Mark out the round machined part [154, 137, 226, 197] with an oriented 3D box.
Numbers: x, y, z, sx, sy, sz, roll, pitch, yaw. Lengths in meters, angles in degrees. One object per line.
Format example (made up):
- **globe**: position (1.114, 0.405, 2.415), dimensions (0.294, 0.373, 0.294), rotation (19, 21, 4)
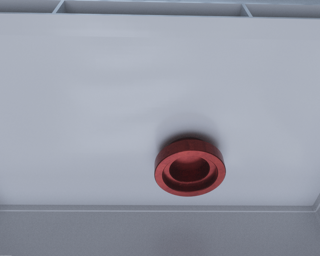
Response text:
- **round machined part**: position (0.042, 0.051, 0.443), dimensions (0.099, 0.042, 0.097), rotation (-1, 130, 0)
